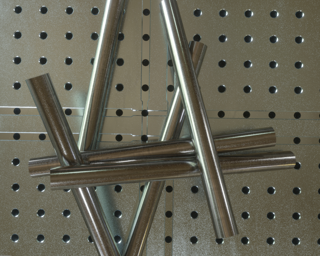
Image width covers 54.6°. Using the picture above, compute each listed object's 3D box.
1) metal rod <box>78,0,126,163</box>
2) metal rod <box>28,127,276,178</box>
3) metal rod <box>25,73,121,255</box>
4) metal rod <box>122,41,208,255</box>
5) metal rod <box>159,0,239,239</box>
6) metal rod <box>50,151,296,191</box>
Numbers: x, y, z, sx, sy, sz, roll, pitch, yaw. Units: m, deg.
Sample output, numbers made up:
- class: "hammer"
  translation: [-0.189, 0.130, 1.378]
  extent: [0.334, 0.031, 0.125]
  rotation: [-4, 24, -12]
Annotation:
- class: "metal rod"
  translation: [-0.077, -0.077, 0.412]
  extent: [0.025, 0.025, 0.299]
  rotation: [11, 90, 0]
- class: "metal rod"
  translation: [-0.009, 0.030, 0.387]
  extent: [0.302, 0.025, 0.025]
  rotation: [-7, 90, 0]
- class: "metal rod"
  translation: [-0.089, 0.082, 0.372]
  extent: [0.025, 0.025, 0.299]
  rotation: [-17, 107, 0]
- class: "metal rod"
  translation: [0.007, 0.031, 0.413]
  extent: [0.025, 0.025, 0.299]
  rotation: [17, 90, 0]
- class: "metal rod"
  translation: [0.042, -0.024, 0.373]
  extent: [0.025, 0.025, 0.299]
  rotation: [-12, 74, 0]
- class: "metal rod"
  translation: [0.029, 0.048, 0.373]
  extent: [0.302, 0.025, 0.025]
  rotation: [-2, 90, -17]
